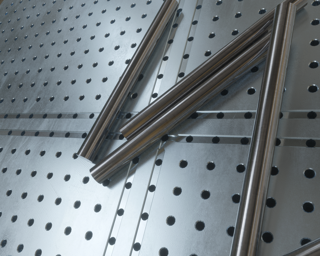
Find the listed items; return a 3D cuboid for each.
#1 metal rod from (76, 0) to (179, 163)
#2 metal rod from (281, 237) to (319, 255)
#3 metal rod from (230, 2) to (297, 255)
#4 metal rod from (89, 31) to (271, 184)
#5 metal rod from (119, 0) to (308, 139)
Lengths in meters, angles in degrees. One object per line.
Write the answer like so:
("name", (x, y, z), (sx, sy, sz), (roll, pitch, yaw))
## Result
("metal rod", (-0.043, -0.085, 0.481), (0.025, 0.025, 0.300), (14, 69, 33))
("metal rod", (0.099, 0.133, 0.274), (0.300, 0.025, 0.025), (-30, 52, 8))
("metal rod", (0.117, -0.010, 0.336), (0.025, 0.025, 0.299), (5, 69, 30))
("metal rod", (0.034, -0.027, 0.405), (0.300, 0.025, 0.025), (-37, 51, 2))
("metal rod", (0.070, -0.082, 0.420), (0.300, 0.025, 0.025), (-38, 51, 2))
